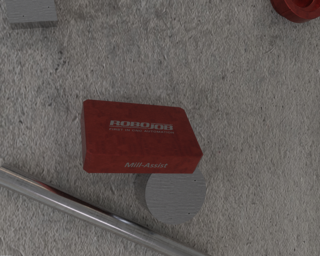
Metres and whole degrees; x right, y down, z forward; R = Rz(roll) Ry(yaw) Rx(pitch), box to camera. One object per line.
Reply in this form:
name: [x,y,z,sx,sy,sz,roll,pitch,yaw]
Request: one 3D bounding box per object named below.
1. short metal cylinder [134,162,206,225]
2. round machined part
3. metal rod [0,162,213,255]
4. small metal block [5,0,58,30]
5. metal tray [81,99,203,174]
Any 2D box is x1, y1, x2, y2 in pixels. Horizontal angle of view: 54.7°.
short metal cylinder: [0.012,0.078,0.401,0.081,0.050,0.080,0,90,-20]
round machined part: [0.210,-0.210,0.478,0.099,0.042,0.097,0,90,-20]
metal rod: [-0.055,0.120,0.389,0.301,0.025,0.025,30,80,-18]
small metal block: [-0.148,-0.143,0.354,0.050,0.025,0.050,-11,94,-20]
metal tray: [-0.024,0.010,0.367,0.131,0.090,0.030,4,132,-20]
